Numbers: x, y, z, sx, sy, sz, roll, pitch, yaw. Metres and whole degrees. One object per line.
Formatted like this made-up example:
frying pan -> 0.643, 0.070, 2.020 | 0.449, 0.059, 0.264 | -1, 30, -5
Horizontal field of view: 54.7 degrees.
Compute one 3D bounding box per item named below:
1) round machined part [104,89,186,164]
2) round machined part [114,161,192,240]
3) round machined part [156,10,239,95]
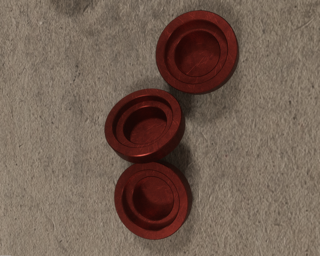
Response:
round machined part -> -0.016, 0.001, 0.390 | 0.098, 0.042, 0.098 | -9, 56, 13
round machined part -> -0.006, 0.089, 0.401 | 0.098, 0.042, 0.097 | 0, 90, 19
round machined part -> 0.048, -0.089, 0.383 | 0.098, 0.042, 0.097 | 0, 90, 19
